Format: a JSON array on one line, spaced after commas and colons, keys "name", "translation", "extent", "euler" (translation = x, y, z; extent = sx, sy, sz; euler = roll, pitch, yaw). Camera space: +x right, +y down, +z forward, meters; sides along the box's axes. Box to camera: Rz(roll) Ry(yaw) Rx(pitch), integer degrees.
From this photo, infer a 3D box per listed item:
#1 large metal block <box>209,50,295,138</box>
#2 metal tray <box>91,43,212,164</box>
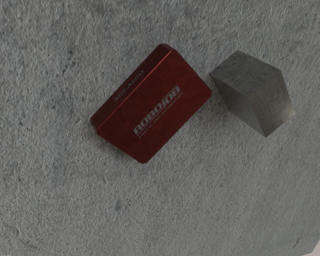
[{"name": "large metal block", "translation": [0.121, -0.046, 0.409], "extent": [0.050, 0.080, 0.080], "euler": [-40, 130, -1]}, {"name": "metal tray", "translation": [-0.009, -0.026, 0.383], "extent": [0.130, 0.030, 0.090], "euler": [-46, 129, 4]}]
